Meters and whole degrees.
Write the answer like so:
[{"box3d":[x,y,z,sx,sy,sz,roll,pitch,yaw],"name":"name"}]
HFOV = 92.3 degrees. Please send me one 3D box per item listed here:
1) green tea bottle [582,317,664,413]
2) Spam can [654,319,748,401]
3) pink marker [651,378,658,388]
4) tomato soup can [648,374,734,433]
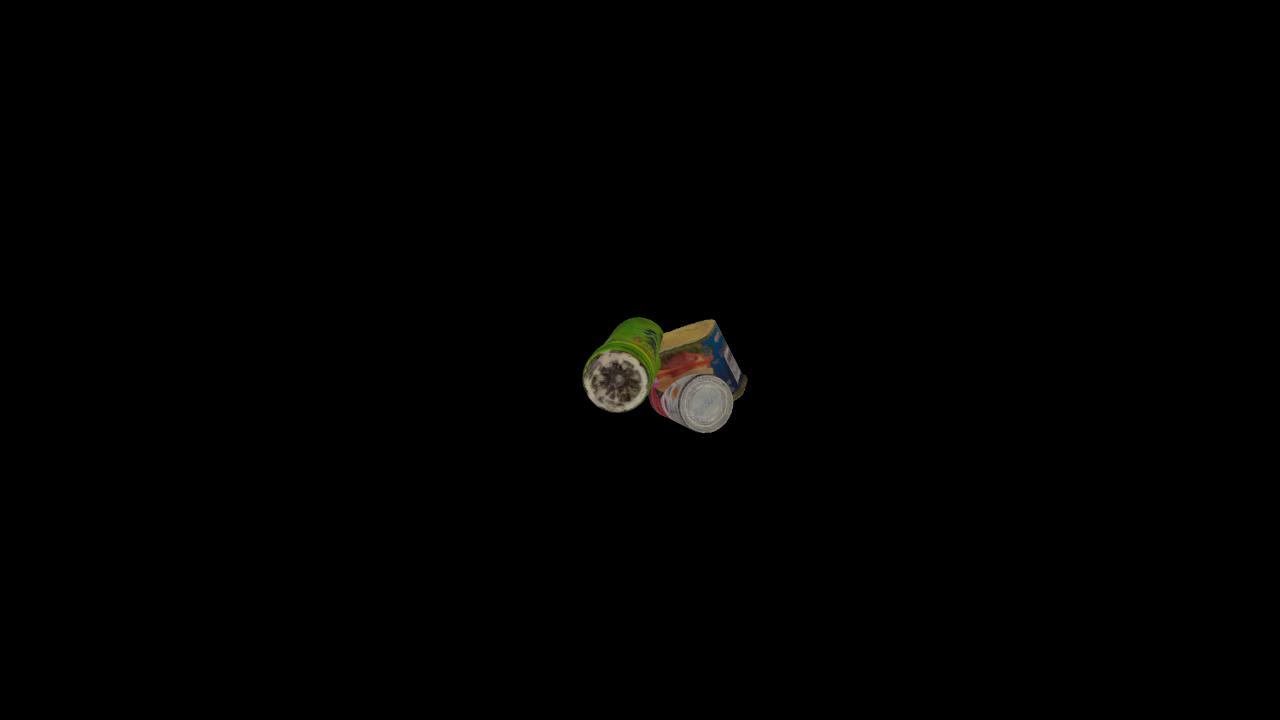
[{"box3d":[-0.009,-0.008,0.696,0.073,0.073,0.212,0,18,8],"name":"green tea bottle"},{"box3d":[0.059,0.009,0.705,0.101,0.085,0.058,-18,23,27],"name":"Spam can"},{"box3d":[0.021,0.024,0.712,0.020,0.020,0.121,0,-4,33],"name":"pink marker"},{"box3d":[0.057,0.043,0.714,0.068,0.068,0.101,0,5,-18],"name":"tomato soup can"}]
